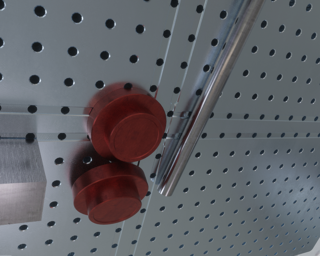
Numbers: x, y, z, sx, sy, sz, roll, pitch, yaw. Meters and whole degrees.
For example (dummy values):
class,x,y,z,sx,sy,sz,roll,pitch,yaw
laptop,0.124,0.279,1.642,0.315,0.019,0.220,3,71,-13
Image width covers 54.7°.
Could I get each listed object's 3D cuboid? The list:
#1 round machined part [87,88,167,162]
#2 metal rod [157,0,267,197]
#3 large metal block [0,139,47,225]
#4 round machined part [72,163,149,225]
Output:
class,x,y,z,sx,sy,sz,roll,pitch,yaw
round machined part,-0.036,0.003,0.383,0.099,0.042,0.097,-14,124,-21
metal rod,0.063,-0.032,0.425,0.025,0.025,0.298,10,113,-33
large metal block,-0.167,0.053,0.317,0.081,0.080,0.050,2,117,-30
round machined part,-0.062,0.091,0.405,0.099,0.042,0.097,-14,141,-11
